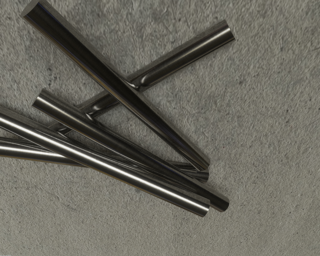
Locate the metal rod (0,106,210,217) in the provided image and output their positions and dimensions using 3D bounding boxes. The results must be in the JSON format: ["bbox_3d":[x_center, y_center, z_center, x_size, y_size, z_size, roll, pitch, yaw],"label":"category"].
[{"bbox_3d":[-0.075,0.042,0.391,0.301,0.025,0.025,25,126,-7],"label":"metal rod"}]

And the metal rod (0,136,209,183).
[{"bbox_3d":[-0.073,0.046,0.423,0.302,0.025,0.025,10,130,-17],"label":"metal rod"}]

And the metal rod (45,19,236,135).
[{"bbox_3d":[-0.053,-0.039,0.372,0.300,0.025,0.025,-26,126,20],"label":"metal rod"}]

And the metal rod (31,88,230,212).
[{"bbox_3d":[-0.021,0.040,0.404,0.301,0.025,0.025,33,123,-24],"label":"metal rod"}]

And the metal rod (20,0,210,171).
[{"bbox_3d":[-0.022,-0.025,0.354,0.025,0.025,0.300,-28,135,22],"label":"metal rod"}]
